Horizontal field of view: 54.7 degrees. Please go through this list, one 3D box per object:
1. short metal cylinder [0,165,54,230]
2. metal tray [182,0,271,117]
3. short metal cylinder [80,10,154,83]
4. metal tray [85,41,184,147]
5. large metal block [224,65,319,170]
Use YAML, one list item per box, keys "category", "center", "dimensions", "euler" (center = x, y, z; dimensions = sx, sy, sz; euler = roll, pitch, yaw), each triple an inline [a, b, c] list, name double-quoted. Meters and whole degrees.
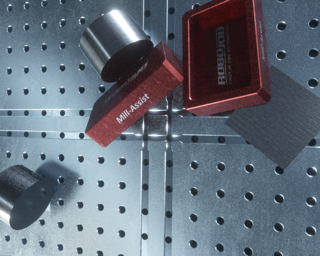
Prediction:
- category: "short metal cylinder"
  center: [-0.205, 0.101, 0.456]
  dimensions: [0.050, 0.080, 0.080]
  euler: [25, 98, 18]
- category: "metal tray"
  center: [0.071, -0.085, 0.353]
  dimensions: [0.090, 0.030, 0.129]
  euler: [-12, 69, 35]
- category: "short metal cylinder"
  center: [-0.055, -0.104, 0.403]
  dimensions: [0.080, 0.080, 0.050]
  euler: [-39, 78, 16]
- category: "metal tray"
  center: [-0.033, -0.044, 0.387]
  dimensions: [0.130, 0.090, 0.030]
  euler: [-39, 114, 17]
- category: "large metal block"
  center: [0.134, -0.012, 0.352]
  dimensions: [0.080, 0.050, 0.080]
  euler: [41, 103, 15]
